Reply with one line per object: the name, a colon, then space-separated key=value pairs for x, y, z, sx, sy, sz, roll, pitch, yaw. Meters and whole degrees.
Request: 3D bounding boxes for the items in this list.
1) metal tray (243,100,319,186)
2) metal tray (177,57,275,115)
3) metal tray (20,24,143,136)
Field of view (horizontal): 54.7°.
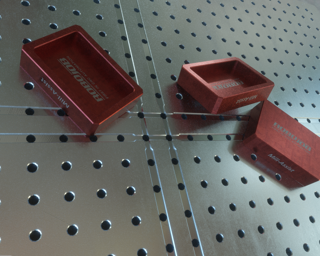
metal tray: x=0.204 y=0.023 z=0.504 sx=0.130 sy=0.030 sz=0.090 roll=34 pitch=51 yaw=-6
metal tray: x=0.104 y=-0.071 z=0.486 sx=0.131 sy=0.030 sz=0.090 roll=-16 pitch=49 yaw=-35
metal tray: x=-0.097 y=-0.064 z=0.392 sx=0.130 sy=0.030 sz=0.091 roll=46 pitch=51 yaw=3
